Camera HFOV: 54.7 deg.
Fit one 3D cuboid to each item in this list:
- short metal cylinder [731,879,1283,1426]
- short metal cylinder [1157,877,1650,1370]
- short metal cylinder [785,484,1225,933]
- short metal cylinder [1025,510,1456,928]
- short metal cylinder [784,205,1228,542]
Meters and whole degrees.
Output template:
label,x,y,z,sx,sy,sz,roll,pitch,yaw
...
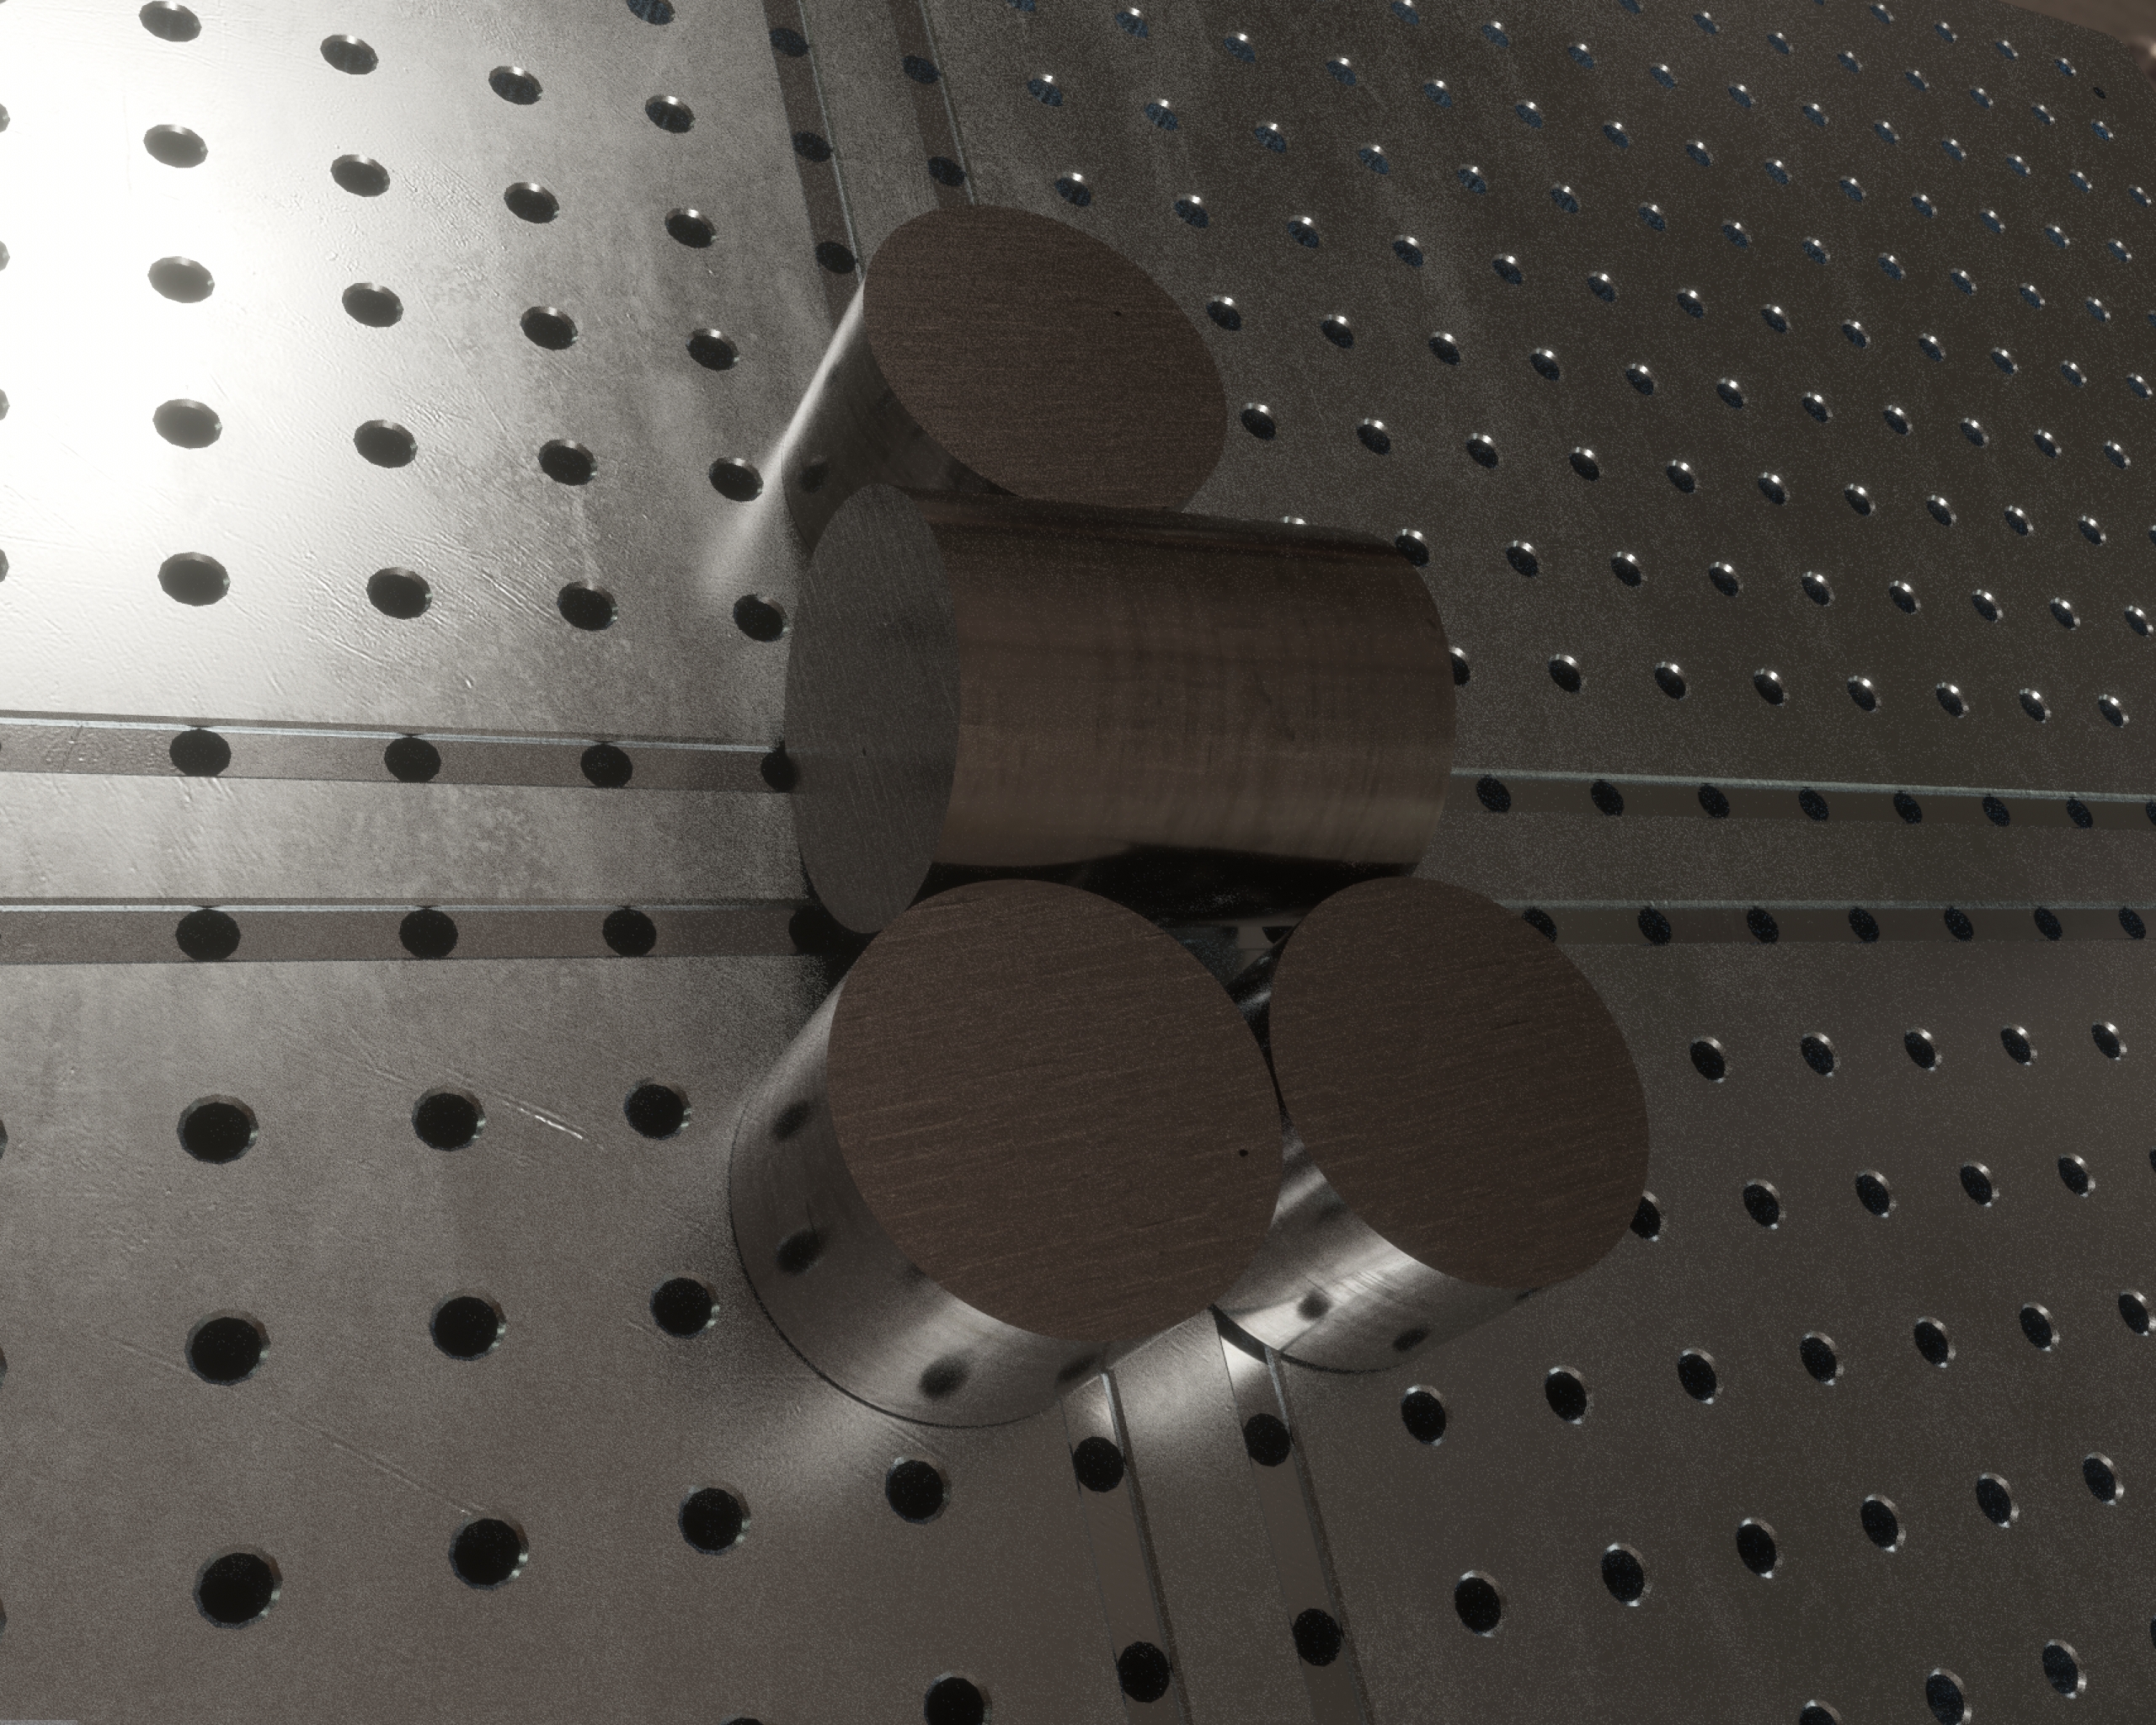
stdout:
label,x,y,z,sx,sy,sz,roll,pitch,yaw
short metal cylinder,-0.013,0.050,0.355,0.081,0.050,0.080,14,56,-21
short metal cylinder,0.059,0.049,0.394,0.081,0.050,0.080,14,56,-21
short metal cylinder,-0.016,-0.027,0.383,0.050,0.080,0.080,0,62,-29
short metal cylinder,0.028,-0.027,0.407,0.050,0.080,0.080,0,62,-29
short metal cylinder,-0.016,-0.091,0.440,0.081,0.050,0.080,14,56,-21
